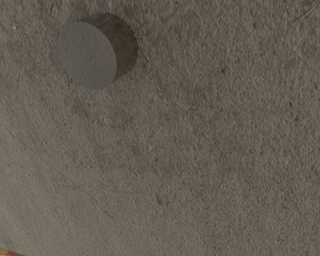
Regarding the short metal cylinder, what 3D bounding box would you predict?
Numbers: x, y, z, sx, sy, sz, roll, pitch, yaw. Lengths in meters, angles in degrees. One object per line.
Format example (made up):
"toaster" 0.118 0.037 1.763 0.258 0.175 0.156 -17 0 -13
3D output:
"short metal cylinder" -0.074 -0.092 0.373 0.080 0.050 0.080 13 124 21
